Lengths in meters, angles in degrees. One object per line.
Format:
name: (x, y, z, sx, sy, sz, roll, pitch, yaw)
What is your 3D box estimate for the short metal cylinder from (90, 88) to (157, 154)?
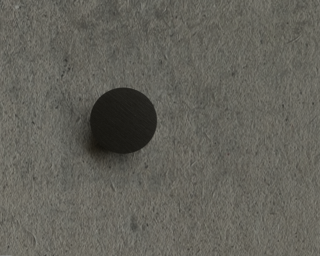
short metal cylinder: (-0.044, -0.009, 0.397, 0.080, 0.050, 0.080, 0, 90, 0)
